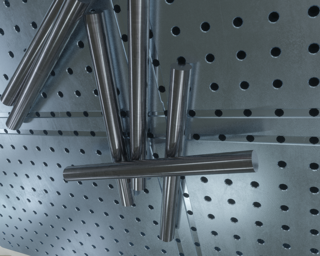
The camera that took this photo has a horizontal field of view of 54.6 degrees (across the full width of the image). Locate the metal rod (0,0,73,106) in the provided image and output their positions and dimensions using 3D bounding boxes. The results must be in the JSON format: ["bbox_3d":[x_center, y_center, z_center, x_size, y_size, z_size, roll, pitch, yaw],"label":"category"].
[{"bbox_3d":[-0.160,-0.118,0.423,0.025,0.025,0.299,48,129,-5],"label":"metal rod"}]

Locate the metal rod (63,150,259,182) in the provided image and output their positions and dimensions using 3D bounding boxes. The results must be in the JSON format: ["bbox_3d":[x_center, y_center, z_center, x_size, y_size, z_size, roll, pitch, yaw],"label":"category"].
[{"bbox_3d":[-0.021,0.055,0.422,0.300,0.025,0.025,-8,114,32],"label":"metal rod"}]

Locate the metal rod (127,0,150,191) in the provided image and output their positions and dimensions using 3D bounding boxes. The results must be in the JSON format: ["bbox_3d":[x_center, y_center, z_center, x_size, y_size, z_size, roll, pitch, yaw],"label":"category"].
[{"bbox_3d":[-0.028,-0.036,0.404,0.025,0.025,0.298,15,125,19],"label":"metal rod"}]

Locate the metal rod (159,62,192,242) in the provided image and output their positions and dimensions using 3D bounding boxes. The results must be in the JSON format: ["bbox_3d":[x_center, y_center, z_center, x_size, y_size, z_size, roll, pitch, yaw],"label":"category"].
[{"bbox_3d":[0.018,0.054,0.435,0.025,0.025,0.298,16,125,19],"label":"metal rod"}]

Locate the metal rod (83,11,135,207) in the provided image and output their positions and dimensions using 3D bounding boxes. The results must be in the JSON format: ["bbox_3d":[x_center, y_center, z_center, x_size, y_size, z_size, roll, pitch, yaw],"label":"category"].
[{"bbox_3d":[-0.066,-0.008,0.441,0.025,0.025,0.298,8,122,24],"label":"metal rod"}]

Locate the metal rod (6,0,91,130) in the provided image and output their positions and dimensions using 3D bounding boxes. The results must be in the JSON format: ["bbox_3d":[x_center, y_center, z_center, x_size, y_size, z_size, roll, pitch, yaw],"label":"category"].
[{"bbox_3d":[-0.172,-0.077,0.443,0.025,0.025,0.299,46,133,-4],"label":"metal rod"}]
